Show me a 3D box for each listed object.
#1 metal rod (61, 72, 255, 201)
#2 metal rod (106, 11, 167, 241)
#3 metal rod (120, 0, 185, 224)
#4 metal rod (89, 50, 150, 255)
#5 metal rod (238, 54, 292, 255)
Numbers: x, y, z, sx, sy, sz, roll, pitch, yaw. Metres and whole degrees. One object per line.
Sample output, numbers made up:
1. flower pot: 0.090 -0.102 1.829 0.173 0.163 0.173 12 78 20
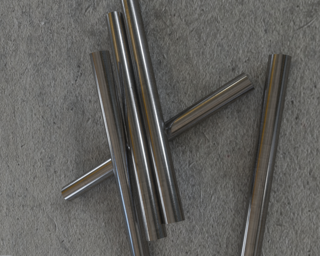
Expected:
1. metal rod: -0.014 0.020 0.413 0.300 0.025 0.025 -32 80 17
2. metal rod: -0.033 -0.013 0.398 0.025 0.025 0.299 -16 76 19
3. metal rod: -0.013 -0.034 0.392 0.025 0.025 0.299 -16 77 19
4. metal rod: -0.048 0.052 0.400 0.025 0.025 0.298 -8 97 20
5. metal rod: 0.119 0.065 0.366 0.025 0.025 0.298 9 93 20
